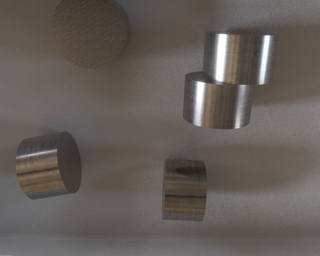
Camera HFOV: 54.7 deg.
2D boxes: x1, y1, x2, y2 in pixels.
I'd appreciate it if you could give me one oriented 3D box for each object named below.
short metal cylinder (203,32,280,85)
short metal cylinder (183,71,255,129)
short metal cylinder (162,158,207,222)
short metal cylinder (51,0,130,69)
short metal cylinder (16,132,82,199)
[{"bbox_3d":[0.090,-0.082,0.352,0.081,0.080,0.050,1,110,-1],"label":"short metal cylinder"},{"bbox_3d":[0.069,-0.036,0.369,0.081,0.080,0.050,2,110,-1],"label":"short metal cylinder"},{"bbox_3d":[0.030,0.082,0.412,0.050,0.080,0.079,3,110,-1],"label":"short metal cylinder"},{"bbox_3d":[-0.076,-0.112,0.356,0.081,0.050,0.079,0,110,0],"label":"short metal cylinder"},{"bbox_3d":[-0.139,0.048,0.398,0.050,0.080,0.079,-10,110,4],"label":"short metal cylinder"}]
